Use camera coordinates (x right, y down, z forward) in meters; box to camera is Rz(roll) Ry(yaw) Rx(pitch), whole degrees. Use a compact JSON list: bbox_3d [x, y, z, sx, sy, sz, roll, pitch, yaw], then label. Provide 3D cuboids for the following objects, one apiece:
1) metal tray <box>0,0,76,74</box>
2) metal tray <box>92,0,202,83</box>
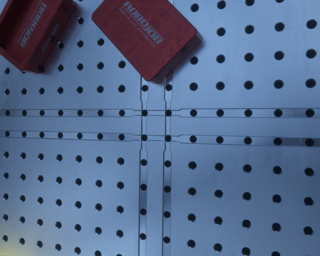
[{"bbox_3d":[-0.200,-0.161,0.478,0.090,0.030,0.129,37,102,15],"label":"metal tray"},{"bbox_3d":[-0.020,-0.135,0.416,0.090,0.030,0.130,-44,77,14],"label":"metal tray"}]
